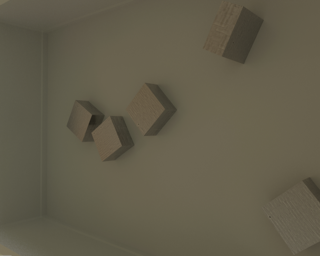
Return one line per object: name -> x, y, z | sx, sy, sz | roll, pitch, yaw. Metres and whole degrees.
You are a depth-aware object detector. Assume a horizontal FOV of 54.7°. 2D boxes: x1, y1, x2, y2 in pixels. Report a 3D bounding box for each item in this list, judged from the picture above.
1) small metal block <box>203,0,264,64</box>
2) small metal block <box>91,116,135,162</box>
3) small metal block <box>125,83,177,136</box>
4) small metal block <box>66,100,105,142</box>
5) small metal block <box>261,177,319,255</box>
small metal block -> 0.078, -0.099, 0.326 | 0.025, 0.050, 0.050 | 34, 111, 35
small metal block -> -0.072, 0.016, 0.466 | 0.050, 0.025, 0.050 | -38, 67, 33
small metal block -> -0.013, -0.025, 0.417 | 0.050, 0.025, 0.050 | -51, 60, 28
small metal block -> -0.123, -0.012, 0.509 | 0.050, 0.025, 0.050 | 38, 113, 33
small metal block -> 0.135, 0.083, 0.295 | 0.050, 0.025, 0.050 | -47, 62, 30
